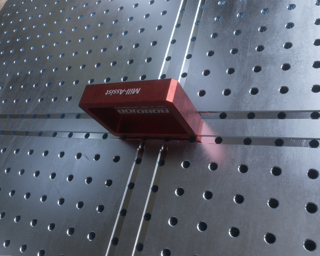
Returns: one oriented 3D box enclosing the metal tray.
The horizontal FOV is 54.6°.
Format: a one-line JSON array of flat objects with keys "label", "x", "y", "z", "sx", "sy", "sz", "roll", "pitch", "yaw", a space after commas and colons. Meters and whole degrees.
[{"label": "metal tray", "x": -0.024, "y": -0.021, "z": 0.393, "sx": 0.130, "sy": 0.090, "sz": 0.030, "roll": 0, "pitch": 62, "yaw": 28}]
